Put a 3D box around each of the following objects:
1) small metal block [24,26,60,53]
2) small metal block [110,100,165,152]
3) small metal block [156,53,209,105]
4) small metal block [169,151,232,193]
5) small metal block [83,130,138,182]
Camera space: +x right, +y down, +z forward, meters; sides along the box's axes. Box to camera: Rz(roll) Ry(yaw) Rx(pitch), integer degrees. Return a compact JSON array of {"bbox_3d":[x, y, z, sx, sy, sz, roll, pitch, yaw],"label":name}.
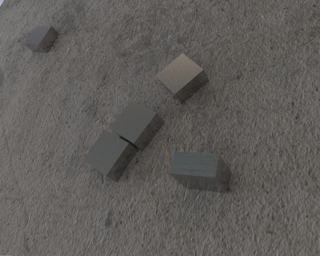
[{"bbox_3d":[-0.247,-0.186,0.648,0.050,0.025,0.050,13,68,33],"label":"small metal block"},{"bbox_3d":[-0.031,-0.004,0.422,0.050,0.025,0.050,29,77,37],"label":"small metal block"},{"bbox_3d":[0.031,-0.069,0.430,0.050,0.025,0.050,-41,51,0],"label":"small metal block"},{"bbox_3d":[0.045,0.048,0.335,0.050,0.050,0.025,1,63,29],"label":"small metal block"},{"bbox_3d":[-0.067,0.037,0.416,0.050,0.025,0.050,25,75,36],"label":"small metal block"}]
